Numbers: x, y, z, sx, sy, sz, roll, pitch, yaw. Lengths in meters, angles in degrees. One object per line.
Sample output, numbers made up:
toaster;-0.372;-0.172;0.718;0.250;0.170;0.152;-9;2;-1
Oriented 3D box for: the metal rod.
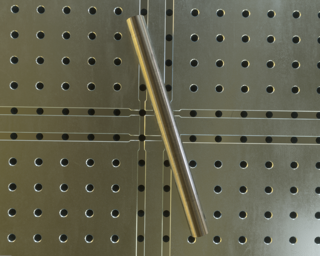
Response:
metal rod;0.010;-0.002;0.413;0.025;0.025;0.298;-17;90;0
